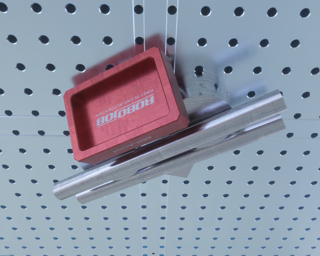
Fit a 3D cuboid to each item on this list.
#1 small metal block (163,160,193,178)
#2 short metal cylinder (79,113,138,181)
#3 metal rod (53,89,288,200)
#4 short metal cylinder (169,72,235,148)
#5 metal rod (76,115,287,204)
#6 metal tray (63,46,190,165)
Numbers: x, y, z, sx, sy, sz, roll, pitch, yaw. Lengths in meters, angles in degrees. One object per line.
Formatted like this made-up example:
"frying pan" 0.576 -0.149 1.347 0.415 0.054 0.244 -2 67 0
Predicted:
"small metal block" 0.022 0.043 0.447 0.050 0.025 0.050 11 129 -10
"short metal cylinder" -0.065 0.026 0.416 0.081 0.050 0.079 0 130 0
"metal rod" -0.003 0.028 0.368 0.300 0.025 0.025 -23 127 18
"short metal cylinder" 0.046 -0.021 0.378 0.081 0.050 0.079 0 130 0
"metal rod" 0.015 0.046 0.417 0.300 0.025 0.025 -22 127 17
"metal tray" -0.042 -0.022 0.347 0.130 0.090 0.030 -23 159 17
